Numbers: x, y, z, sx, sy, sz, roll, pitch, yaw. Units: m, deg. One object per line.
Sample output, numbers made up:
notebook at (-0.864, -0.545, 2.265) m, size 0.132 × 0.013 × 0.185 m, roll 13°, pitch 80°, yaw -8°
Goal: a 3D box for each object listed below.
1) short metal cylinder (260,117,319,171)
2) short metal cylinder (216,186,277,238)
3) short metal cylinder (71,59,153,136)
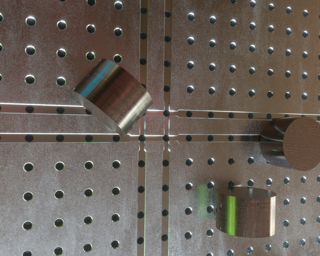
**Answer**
short metal cylinder at (0.204, 0.023, 0.477) m, size 0.081 × 0.050 × 0.079 m, roll 0°, pitch 90°, yaw -21°
short metal cylinder at (0.119, 0.113, 0.429) m, size 0.081 × 0.080 × 0.050 m, roll 1°, pitch 90°, yaw -20°
short metal cylinder at (-0.056, -0.035, 0.363) m, size 0.080 × 0.080 × 0.050 m, roll 42°, pitch 77°, yaw -16°
